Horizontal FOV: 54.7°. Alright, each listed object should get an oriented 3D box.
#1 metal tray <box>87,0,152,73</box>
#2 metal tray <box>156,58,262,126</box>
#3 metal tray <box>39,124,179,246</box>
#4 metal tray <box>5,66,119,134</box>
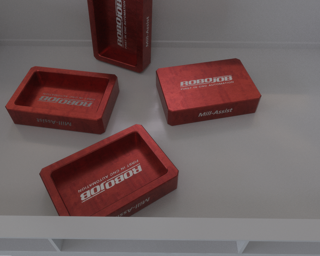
[{"bbox_3d":[-0.059,-0.155,0.465,0.090,0.129,0.030,20,47,16],"label":"metal tray"},{"bbox_3d":[0.066,-0.055,0.448,0.131,0.030,0.090,-9,51,-8],"label":"metal tray"},{"bbox_3d":[-0.056,0.058,0.352,0.131,0.030,0.090,-26,55,-21],"label":"metal tray"},{"bbox_3d":[-0.132,-0.042,0.435,0.131,0.030,0.090,7,50,5],"label":"metal tray"}]
